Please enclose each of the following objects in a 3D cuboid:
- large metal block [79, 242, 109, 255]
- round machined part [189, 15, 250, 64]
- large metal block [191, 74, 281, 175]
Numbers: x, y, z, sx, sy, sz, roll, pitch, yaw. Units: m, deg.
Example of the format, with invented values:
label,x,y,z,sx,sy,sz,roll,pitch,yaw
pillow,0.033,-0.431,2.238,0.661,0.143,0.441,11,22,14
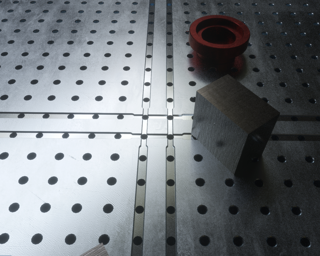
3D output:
label,x,y,z,sx,sy,sz,roll,pitch,yaw
large metal block,-0.064,0.159,0.257,0.081,0.050,0.080,-26,55,-20
round machined part,0.097,-0.145,0.519,0.099,0.042,0.098,0,50,0
large metal block,0.086,-0.004,0.376,0.050,0.080,0.080,-30,56,-23
